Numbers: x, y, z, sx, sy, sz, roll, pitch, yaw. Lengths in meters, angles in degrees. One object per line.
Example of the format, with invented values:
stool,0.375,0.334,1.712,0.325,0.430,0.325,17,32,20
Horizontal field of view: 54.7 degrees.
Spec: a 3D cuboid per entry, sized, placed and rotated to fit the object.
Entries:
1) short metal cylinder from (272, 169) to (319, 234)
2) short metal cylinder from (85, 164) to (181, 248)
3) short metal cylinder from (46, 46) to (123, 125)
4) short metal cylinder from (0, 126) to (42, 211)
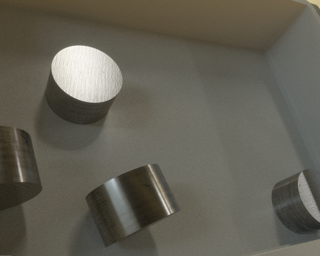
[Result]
short metal cylinder,0.207,0.104,0.438,0.081,0.050,0.080,14,56,-21
short metal cylinder,-0.027,0.077,0.309,0.081,0.080,0.050,-16,70,-34
short metal cylinder,-0.092,-0.051,0.371,0.081,0.050,0.080,14,56,-21
short metal cylinder,-0.149,0.039,0.266,0.081,0.080,0.050,-8,66,-32
